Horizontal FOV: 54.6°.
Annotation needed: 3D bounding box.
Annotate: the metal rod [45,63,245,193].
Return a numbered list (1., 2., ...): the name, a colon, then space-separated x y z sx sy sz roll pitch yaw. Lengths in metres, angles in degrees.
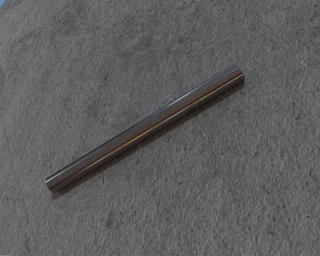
1. metal rod: -0.025 0.004 0.417 0.300 0.025 0.025 -31 52 8
